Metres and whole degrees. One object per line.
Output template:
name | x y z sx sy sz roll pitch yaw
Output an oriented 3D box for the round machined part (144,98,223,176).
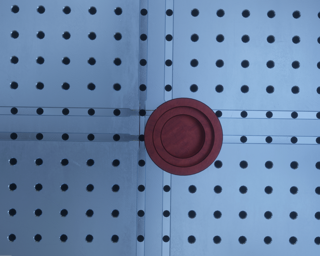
round machined part | 0.029 0.011 0.405 0.099 0.042 0.097 0 90 -1
